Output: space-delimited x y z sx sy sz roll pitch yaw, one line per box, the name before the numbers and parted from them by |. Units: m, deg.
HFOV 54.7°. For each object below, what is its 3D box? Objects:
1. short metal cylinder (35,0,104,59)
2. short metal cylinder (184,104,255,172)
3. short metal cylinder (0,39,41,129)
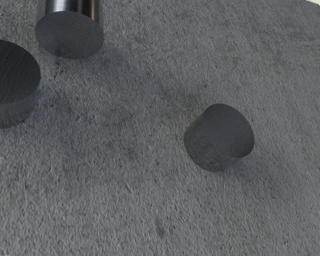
short metal cylinder | -0.112 -0.132 0.389 0.081 0.080 0.050 7 59 -25
short metal cylinder | 0.080 0.014 0.422 0.081 0.050 0.080 14 56 -21
short metal cylinder | -0.171 -0.046 0.324 0.081 0.050 0.080 14 56 -21
